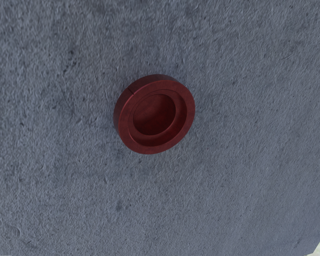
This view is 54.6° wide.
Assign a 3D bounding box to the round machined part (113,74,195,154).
[{"bbox_3d":[-0.010,-0.020,0.377,0.099,0.042,0.097,-14,124,-21],"label":"round machined part"}]
